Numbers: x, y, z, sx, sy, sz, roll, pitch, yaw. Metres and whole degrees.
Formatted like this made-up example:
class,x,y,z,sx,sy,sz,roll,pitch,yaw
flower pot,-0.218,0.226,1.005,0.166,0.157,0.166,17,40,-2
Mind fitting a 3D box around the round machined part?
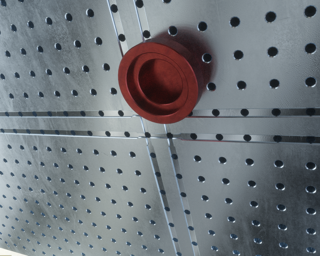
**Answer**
class,x,y,z,sx,sy,sz,roll,pitch,yaw
round machined part,0.004,-0.057,0.362,0.098,0.042,0.097,13,124,20
